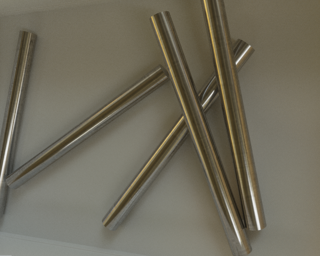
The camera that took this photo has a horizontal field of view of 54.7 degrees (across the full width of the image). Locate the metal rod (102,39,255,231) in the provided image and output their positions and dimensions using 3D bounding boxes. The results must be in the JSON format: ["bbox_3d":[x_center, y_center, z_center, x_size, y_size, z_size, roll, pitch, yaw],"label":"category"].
[{"bbox_3d":[0.017,0.017,0.403,0.025,0.025,0.299,40,102,15],"label":"metal rod"}]

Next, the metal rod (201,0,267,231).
[{"bbox_3d":[0.084,-0.028,0.359,0.025,0.025,0.298,-11,95,19],"label":"metal rod"}]

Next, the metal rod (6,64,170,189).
[{"bbox_3d":[-0.113,0.006,0.448,0.300,0.025,0.025,-34,80,16],"label":"metal rod"}]

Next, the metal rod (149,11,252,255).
[{"bbox_3d":[0.049,0.009,0.369,0.025,0.025,0.298,-19,92,19],"label":"metal rod"}]

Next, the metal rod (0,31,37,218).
[{"bbox_3d":[-0.236,-0.002,0.491,0.025,0.025,0.298,14,95,19],"label":"metal rod"}]
